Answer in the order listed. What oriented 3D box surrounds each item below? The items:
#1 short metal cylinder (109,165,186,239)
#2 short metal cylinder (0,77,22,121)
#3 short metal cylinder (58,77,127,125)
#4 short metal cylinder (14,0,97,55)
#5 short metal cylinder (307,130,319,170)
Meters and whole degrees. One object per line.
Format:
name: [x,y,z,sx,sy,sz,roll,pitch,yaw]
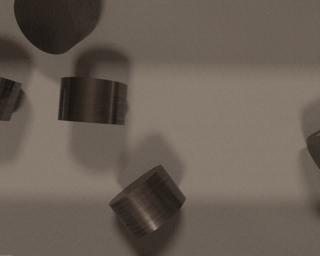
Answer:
short metal cylinder: [-0.016,0.090,0.384,0.080,0.080,0.050,-36,90,0]
short metal cylinder: [-0.220,-0.044,0.381,0.080,0.080,0.050,18,90,-1]
short metal cylinder: [-0.082,-0.031,0.383,0.081,0.080,0.050,4,90,-1]
short metal cylinder: [-0.126,-0.137,0.377,0.080,0.050,0.079,12,131,15]
short metal cylinder: [0.233,0.031,0.387,0.050,0.080,0.080,-30,90,0]
